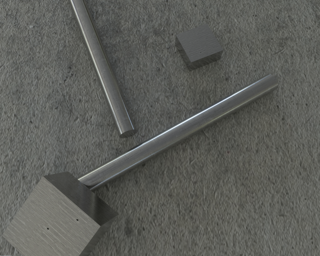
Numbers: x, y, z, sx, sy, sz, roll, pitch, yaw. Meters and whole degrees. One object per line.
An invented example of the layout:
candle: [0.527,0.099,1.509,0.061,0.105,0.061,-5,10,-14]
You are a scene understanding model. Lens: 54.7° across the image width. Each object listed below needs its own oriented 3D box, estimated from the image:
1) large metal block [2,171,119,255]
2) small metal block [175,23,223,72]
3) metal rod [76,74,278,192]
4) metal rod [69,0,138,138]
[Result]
large metal block: [-0.107,0.106,0.341,0.080,0.050,0.080,37,96,12]
small metal block: [0.056,-0.118,0.452,0.050,0.025,0.050,-23,72,-9]
metal rod: [0.026,0.006,0.406,0.302,0.025,0.025,-28,73,-10]
metal rod: [-0.097,-0.123,0.451,0.025,0.025,0.299,-20,71,-8]
